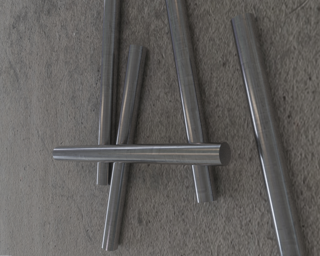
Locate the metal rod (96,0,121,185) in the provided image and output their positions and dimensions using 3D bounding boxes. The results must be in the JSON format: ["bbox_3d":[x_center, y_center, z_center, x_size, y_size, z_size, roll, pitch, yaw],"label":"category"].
[{"bbox_3d":[-0.077,-0.064,0.468,0.025,0.025,0.298,5,93,40],"label":"metal rod"}]

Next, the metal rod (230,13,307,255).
[{"bbox_3d":[0.112,0.029,0.312,0.025,0.025,0.298,-16,80,39],"label":"metal rod"}]

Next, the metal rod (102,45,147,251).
[{"bbox_3d":[-0.053,0.033,0.448,0.025,0.025,0.298,15,99,39],"label":"metal rod"}]

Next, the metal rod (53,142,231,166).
[{"bbox_3d":[-0.049,0.034,0.411,0.300,0.025,0.025,-4,88,40],"label":"metal rod"}]

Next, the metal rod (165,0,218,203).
[{"bbox_3d":[0.033,-0.062,0.377,0.025,0.025,0.298,-14,81,39],"label":"metal rod"}]
